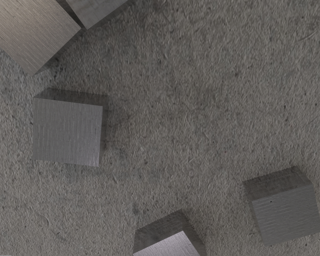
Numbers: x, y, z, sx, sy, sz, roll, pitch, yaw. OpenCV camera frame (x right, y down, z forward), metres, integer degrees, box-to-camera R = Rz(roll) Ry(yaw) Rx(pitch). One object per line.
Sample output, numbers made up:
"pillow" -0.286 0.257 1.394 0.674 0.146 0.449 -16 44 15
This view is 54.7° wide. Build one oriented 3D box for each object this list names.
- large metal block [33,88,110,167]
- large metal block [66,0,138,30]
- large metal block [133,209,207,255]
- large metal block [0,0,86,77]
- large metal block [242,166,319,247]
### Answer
"large metal block" -0.112 -0.002 0.395 0.081 0.050 0.079 7 110 -3
"large metal block" -0.052 -0.150 0.325 0.080 0.080 0.050 -32 107 11
"large metal block" 0.017 0.182 0.464 0.080 0.050 0.080 -29 108 10
"large metal block" -0.140 -0.118 0.351 0.080 0.050 0.080 -39 106 13
"large metal block" 0.172 0.110 0.438 0.080 0.050 0.080 -18 109 6
